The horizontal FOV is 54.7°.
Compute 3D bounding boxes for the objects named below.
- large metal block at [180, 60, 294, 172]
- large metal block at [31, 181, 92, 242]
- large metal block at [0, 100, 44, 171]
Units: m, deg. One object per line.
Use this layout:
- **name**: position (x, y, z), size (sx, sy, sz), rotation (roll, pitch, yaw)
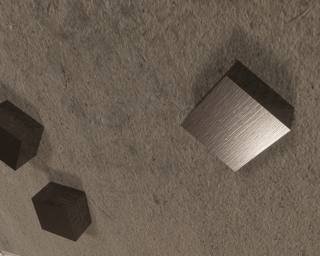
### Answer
- **large metal block**: position (0.084, -0.012, 0.338), size (0.080, 0.050, 0.080), rotation (41, 129, 0)
- **large metal block**: position (-0.182, 0.155, 0.580), size (0.080, 0.050, 0.079), rotation (10, 123, 22)
- **large metal block**: position (-0.255, 0.013, 0.530), size (0.080, 0.050, 0.079), rotation (35, 129, 4)
